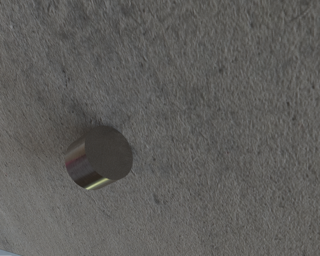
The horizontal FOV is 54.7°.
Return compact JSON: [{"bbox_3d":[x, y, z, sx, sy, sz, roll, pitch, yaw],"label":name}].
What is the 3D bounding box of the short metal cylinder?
[{"bbox_3d":[-0.086,0.043,0.441,0.050,0.080,0.080,-30,102,37],"label":"short metal cylinder"}]
